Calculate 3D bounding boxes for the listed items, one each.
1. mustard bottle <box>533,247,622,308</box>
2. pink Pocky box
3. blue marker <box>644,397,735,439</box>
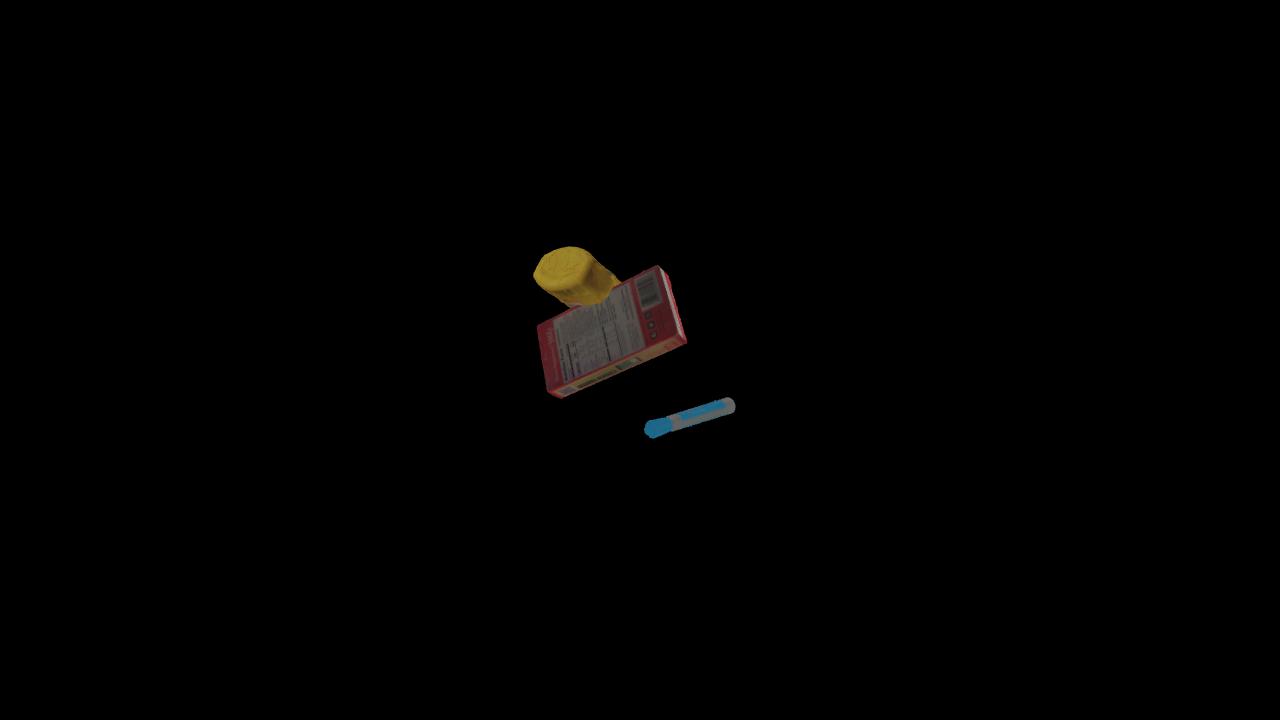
[{"bbox_3d":[-0.030,-0.054,0.695,0.092,0.054,0.184,5,-24,43],"label":"mustard bottle"},{"bbox_3d":[-0.033,-0.027,0.632,0.155,0.084,0.029,-24,-29,19],"label":"pink Pocky box"},{"bbox_3d":[0.054,0.061,0.652,0.121,0.020,0.020,-12,7,-37],"label":"blue marker"}]
